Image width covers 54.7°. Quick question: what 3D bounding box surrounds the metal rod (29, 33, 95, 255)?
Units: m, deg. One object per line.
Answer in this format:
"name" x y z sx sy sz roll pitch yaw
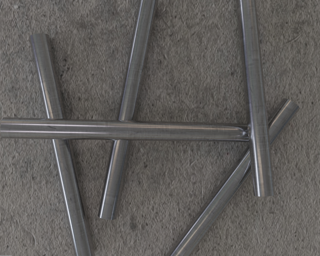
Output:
"metal rod" -0.129 0.026 0.408 0.025 0.025 0.298 -12 90 0

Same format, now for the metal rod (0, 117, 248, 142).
"metal rod" -0.032 0.003 0.385 0.302 0.025 0.025 1 90 -10

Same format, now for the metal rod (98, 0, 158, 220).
"metal rod" -0.042 -0.029 0.409 0.025 0.025 0.298 11 90 0

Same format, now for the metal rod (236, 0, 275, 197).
"metal rod" 0.119 -0.066 0.395 0.025 0.025 0.298 -3 84 0

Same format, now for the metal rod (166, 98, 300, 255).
"metal rod" 0.084 0.088 0.410 0.025 0.025 0.299 37 90 0
